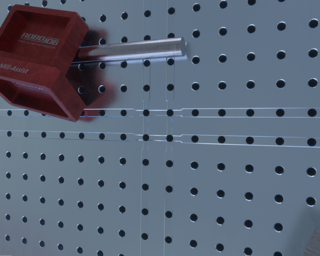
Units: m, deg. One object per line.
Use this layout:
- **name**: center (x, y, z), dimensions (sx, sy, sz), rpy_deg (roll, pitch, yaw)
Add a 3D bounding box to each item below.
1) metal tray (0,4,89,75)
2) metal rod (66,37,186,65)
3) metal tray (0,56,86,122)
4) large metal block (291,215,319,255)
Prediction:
- **metal tray**: center (-0.179, -0.129, 0.451), dimensions (0.130, 0.030, 0.090), rpy_deg (16, 76, 24)
- **metal rod**: center (-0.112, -0.106, 0.451), dimensions (0.301, 0.025, 0.025), rpy_deg (0, 90, 19)
- **metal tray**: center (-0.182, -0.056, 0.440), dimensions (0.130, 0.090, 0.030), rpy_deg (14, 64, 19)
- **large metal block**: center (0.189, 0.153, 0.333), dimensions (0.080, 0.050, 0.080), rpy_deg (23, 98, 18)
